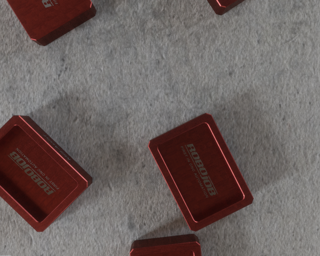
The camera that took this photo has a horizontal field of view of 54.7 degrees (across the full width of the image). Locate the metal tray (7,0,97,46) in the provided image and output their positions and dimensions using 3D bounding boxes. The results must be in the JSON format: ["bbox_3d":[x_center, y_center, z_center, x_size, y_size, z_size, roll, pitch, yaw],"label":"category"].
[{"bbox_3d":[-0.156,-0.186,0.405,0.090,0.030,0.130,-32,90,-1],"label":"metal tray"}]

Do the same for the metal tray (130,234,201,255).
[{"bbox_3d":[0.013,0.213,0.407,0.091,0.030,0.129,-6,90,-1],"label":"metal tray"}]

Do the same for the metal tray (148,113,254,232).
[{"bbox_3d":[0.052,0.056,0.408,0.090,0.030,0.130,-27,90,-1],"label":"metal tray"}]

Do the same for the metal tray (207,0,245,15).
[{"bbox_3d":[0.082,-0.229,0.408,0.090,0.030,0.130,-33,90,-1],"label":"metal tray"}]

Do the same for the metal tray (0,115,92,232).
[{"bbox_3d":[-0.166,0.058,0.405,0.130,0.030,0.090,44,90,-1],"label":"metal tray"}]
